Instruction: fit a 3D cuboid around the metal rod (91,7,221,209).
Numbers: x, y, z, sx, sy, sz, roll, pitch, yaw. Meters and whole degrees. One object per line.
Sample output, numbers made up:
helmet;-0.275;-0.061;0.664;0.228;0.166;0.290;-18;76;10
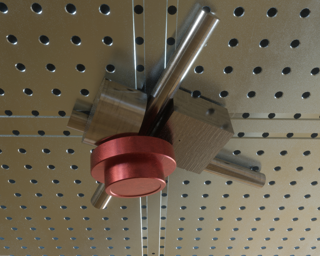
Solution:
metal rod;-0.019;-0.004;0.383;0.025;0.025;0.298;22;119;-18

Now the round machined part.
round machined part;-0.030;0.050;0.357;0.099;0.042;0.098;-6;151;-3

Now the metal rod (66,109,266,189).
metal rod;0.020;0.035;0.441;0.302;0.025;0.025;19;127;-16

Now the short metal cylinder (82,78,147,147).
short metal cylinder;-0.054;-0.013;0.363;0.050;0.080;0.079;20;127;-16

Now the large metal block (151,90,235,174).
large metal block;0.034;0.005;0.396;0.080;0.050;0.079;20;127;-17
